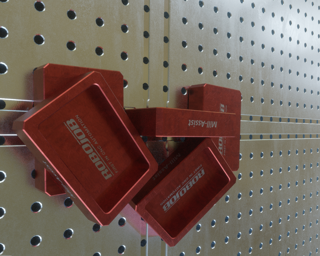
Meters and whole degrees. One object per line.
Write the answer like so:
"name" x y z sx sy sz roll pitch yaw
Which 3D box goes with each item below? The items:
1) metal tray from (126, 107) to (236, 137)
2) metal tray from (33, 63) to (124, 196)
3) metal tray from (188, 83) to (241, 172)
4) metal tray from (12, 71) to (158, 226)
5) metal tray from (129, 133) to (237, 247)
"metal tray" 0.020 -0.005 0.384 0.131 0.090 0.030 2 89 -40
"metal tray" -0.085 0.001 0.336 0.091 0.030 0.129 -1 92 -40
"metal tray" 0.085 0.002 0.479 0.091 0.030 0.129 4 88 -40
"metal tray" -0.066 0.021 0.310 0.090 0.030 0.130 -46 118 -31
"metal tray" 0.032 0.081 0.411 0.130 0.030 0.090 -42 118 -13
